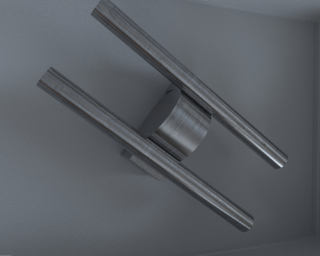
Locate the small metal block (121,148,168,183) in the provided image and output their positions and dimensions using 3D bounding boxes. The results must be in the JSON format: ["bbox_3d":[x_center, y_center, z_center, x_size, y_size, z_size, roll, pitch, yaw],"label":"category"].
[{"bbox_3d":[-0.017,0.040,0.390,0.050,0.050,0.025,38,78,-16],"label":"small metal block"}]

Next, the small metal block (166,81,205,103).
[{"bbox_3d":[0.042,-0.045,0.412,0.050,0.050,0.025,38,78,-16],"label":"small metal block"}]

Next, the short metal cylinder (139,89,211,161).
[{"bbox_3d":[0.017,-0.003,0.387,0.050,0.080,0.080,38,78,-17],"label":"short metal cylinder"}]

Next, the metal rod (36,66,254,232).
[{"bbox_3d":[-0.003,0.035,0.357,0.301,0.025,0.025,37,78,-16],"label":"metal rod"}]

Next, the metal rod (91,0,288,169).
[{"bbox_3d":[0.048,-0.043,0.375,0.301,0.025,0.025,38,78,-17],"label":"metal rod"}]
